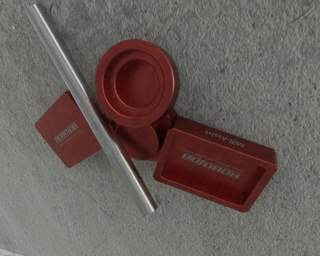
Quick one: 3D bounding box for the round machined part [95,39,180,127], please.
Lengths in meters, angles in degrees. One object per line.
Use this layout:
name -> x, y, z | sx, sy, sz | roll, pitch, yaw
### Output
round machined part -> -0.023, -0.051, 0.364 | 0.098, 0.042, 0.097 | 3, 98, 21

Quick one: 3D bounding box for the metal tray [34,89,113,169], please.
metal tray -> -0.127, 0.003, 0.460 | 0.130, 0.030, 0.090 | -29, 100, 46

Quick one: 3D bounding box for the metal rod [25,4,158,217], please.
metal rod -> -0.088, -0.023, 0.397 | 0.025, 0.025, 0.299 | -31, 89, 38

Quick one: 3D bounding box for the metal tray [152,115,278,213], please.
metal tray -> 0.064, 0.047, 0.386 | 0.131, 0.030, 0.089 | 20, 127, 3

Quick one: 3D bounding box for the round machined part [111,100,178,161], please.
round machined part -> -0.024, 0.004, 0.413 | 0.098, 0.042, 0.097 | 13, 124, 21
